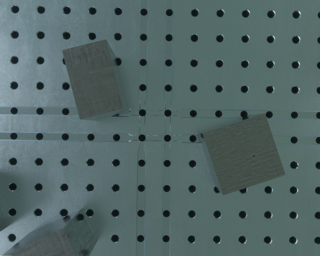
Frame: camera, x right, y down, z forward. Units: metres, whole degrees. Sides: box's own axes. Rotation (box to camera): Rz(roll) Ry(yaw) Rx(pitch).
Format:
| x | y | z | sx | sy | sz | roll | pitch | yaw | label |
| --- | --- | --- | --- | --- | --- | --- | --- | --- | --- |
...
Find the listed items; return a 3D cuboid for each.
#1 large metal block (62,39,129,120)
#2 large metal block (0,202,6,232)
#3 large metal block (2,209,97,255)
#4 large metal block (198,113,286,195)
| x | y | z | sx | sy | sz | roll | pitch | yaw | label |
| --- | --- | --- | --- | --- | --- | --- | --- | --- | --- |
| -0.075 | -0.054 | 0.385 | 0.050 | 0.080 | 0.080 | -14 | 90 | 0 | large metal block |
| -0.244 | 0.104 | 0.383 | 0.050 | 0.080 | 0.080 | -13 | 90 | 0 | large metal block |
| -0.133 | 0.151 | 0.384 | 0.080 | 0.080 | 0.050 | -25 | 90 | 0 | large metal block |
| 0.103 | 0.032 | 0.402 | 0.080 | 0.050 | 0.080 | -18 | 90 | -1 | large metal block |
